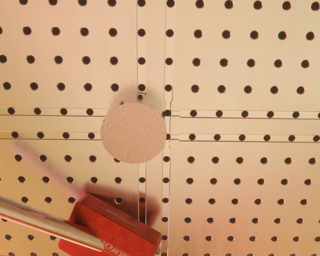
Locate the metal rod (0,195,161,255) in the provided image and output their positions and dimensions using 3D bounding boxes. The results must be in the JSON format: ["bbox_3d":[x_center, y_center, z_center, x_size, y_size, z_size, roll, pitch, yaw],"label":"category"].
[{"bbox_3d":[-0.122,0.146,0.432,0.301,0.025,0.025,31,108,-24],"label":"metal rod"}]

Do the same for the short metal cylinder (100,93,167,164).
[{"bbox_3d":[-0.032,-0.001,0.399,0.081,0.050,0.079,0,110,-1],"label":"short metal cylinder"}]

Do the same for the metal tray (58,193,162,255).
[{"bbox_3d":[-0.074,0.166,0.454,0.130,0.030,0.089,27,108,5],"label":"metal tray"}]
